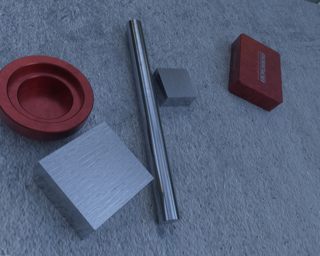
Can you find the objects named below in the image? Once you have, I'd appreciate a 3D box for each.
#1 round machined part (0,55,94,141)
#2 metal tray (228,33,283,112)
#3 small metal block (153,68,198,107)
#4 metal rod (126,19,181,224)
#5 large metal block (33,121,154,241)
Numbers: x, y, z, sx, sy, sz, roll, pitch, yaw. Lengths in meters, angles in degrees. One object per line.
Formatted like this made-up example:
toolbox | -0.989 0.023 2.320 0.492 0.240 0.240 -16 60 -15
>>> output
round machined part | -0.127 -0.029 0.342 0.099 0.042 0.098 14 56 -21
metal tray | 0.172 -0.102 0.555 0.090 0.030 0.130 23 53 -14
small metal block | 0.020 -0.059 0.450 0.050 0.025 0.050 -5 64 -30
metal rod | -0.014 -0.027 0.412 0.025 0.025 0.299 3 60 -27
large metal block | -0.068 0.053 0.319 0.080 0.050 0.081 49 51 6
